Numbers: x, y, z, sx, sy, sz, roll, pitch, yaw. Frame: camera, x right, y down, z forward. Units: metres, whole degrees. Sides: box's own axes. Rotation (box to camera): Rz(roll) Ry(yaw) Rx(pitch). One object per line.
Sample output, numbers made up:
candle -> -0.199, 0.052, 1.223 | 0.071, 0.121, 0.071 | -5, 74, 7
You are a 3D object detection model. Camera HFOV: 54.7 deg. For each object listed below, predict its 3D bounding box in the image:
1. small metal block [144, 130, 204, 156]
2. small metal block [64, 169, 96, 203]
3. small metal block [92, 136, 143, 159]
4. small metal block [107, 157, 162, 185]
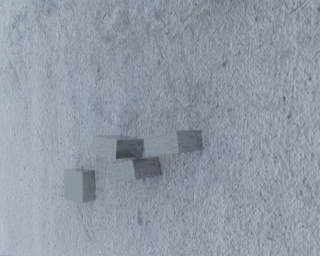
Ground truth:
small metal block -> 0.017, 0.018, 0.375 | 0.050, 0.050, 0.025 | -10, 84, 39
small metal block -> -0.134, 0.095, 0.516 | 0.050, 0.025, 0.050 | -1, 89, 40
small metal block -> -0.060, 0.026, 0.438 | 0.050, 0.050, 0.025 | 8, 95, 40
small metal block -> -0.034, 0.057, 0.417 | 0.050, 0.050, 0.025 | -17, 79, 39
